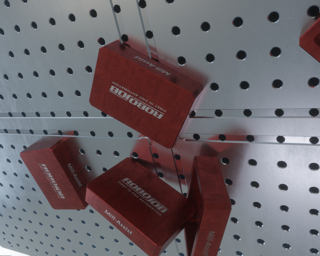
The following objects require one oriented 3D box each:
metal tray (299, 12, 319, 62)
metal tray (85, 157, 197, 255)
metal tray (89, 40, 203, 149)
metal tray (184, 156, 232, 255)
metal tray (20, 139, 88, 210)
[{"bbox_3d":[0.199,-0.068,0.260,0.130,0.030,0.090,40,129,0],"label":"metal tray"},{"bbox_3d":[-0.027,0.104,0.431,0.130,0.091,0.030,33,130,22],"label":"metal tray"},{"bbox_3d":[-0.022,-0.041,0.395,0.130,0.030,0.089,29,128,9],"label":"metal tray"},{"bbox_3d":[0.056,0.113,0.407,0.030,0.090,0.129,3,124,-5],"label":"metal tray"},{"bbox_3d":[-0.185,0.088,0.561,0.090,0.030,0.130,-10,114,32],"label":"metal tray"}]
